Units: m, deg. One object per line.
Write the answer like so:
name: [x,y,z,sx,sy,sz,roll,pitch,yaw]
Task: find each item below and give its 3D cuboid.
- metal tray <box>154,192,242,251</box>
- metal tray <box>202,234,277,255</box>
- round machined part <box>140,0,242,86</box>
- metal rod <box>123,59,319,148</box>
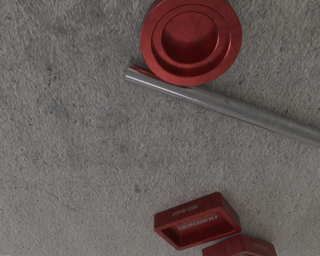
metal tray: [0.066,0.168,0.547,0.130,0.030,0.090,-25,126,20]
metal tray: [0.154,0.243,0.592,0.090,0.030,0.131,-36,135,28]
round machined part: [0.030,-0.095,0.316,0.099,0.042,0.097,0,130,0]
metal rod: [0.102,-0.022,0.389,0.302,0.025,0.025,17,128,-15]
